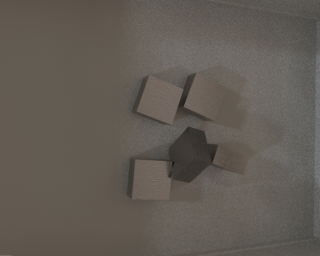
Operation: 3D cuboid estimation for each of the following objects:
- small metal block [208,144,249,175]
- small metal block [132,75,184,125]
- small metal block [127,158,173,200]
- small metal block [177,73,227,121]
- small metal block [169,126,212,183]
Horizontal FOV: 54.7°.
[{"bbox_3d":[0.085,0.042,0.428,0.050,0.050,0.025,22,83,-19],"label":"small metal block"},{"bbox_3d":[-0.003,-0.036,0.409,0.050,0.025,0.050,21,83,-19],"label":"small metal block"},{"bbox_3d":[-0.014,0.066,0.405,0.050,0.025,0.050,5,88,-20],"label":"small metal block"},{"bbox_3d":[0.058,-0.042,0.432,0.050,0.025,0.050,23,82,-19],"label":"small metal block"},{"bbox_3d":[0.037,0.035,0.399,0.025,0.050,0.050,16,45,-24],"label":"small metal block"}]
